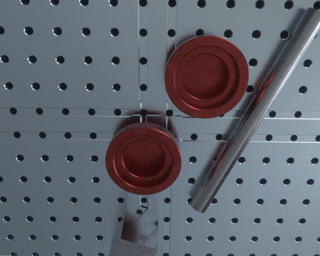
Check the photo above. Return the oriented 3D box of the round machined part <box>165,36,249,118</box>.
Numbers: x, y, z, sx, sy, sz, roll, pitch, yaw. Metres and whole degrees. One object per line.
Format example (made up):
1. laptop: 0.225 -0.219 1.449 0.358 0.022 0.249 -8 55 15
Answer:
1. round machined part: 0.055 -0.064 0.381 0.099 0.042 0.097 0 110 0

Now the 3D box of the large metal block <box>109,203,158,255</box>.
1. large metal block: -0.040 0.170 0.446 0.050 0.080 0.079 19 109 -7

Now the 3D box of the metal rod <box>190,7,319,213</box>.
1. metal rod: 0.121 -0.010 0.410 0.025 0.025 0.298 24 108 -9

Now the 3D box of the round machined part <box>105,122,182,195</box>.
1. round machined part: -0.021 0.037 0.418 0.099 0.042 0.097 0 110 0
